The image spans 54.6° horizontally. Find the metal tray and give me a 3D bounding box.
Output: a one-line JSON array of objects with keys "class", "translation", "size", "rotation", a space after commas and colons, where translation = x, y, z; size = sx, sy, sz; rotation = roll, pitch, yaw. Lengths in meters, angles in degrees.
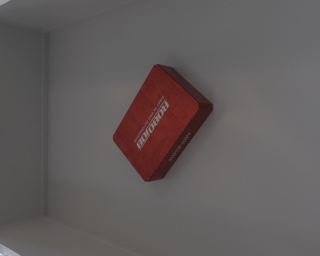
[{"class": "metal tray", "translation": [-0.002, -0.005, 0.406], "size": [0.090, 0.030, 0.129], "rotation": [48, 118, 29]}]
